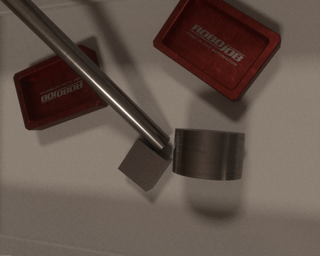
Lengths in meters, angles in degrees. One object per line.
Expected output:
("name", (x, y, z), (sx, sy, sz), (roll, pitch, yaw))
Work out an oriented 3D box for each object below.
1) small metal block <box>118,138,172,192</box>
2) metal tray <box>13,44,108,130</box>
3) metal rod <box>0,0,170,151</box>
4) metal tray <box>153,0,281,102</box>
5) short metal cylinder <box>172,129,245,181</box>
("small metal block", (-0.020, 0.049, 0.417), (0.050, 0.025, 0.050), (37, 102, 16))
("metal tray", (-0.148, -0.056, 0.458), (0.130, 0.030, 0.090), (-18, 84, 18))
("metal rod", (-0.100, -0.082, 0.381), (0.025, 0.025, 0.300), (-42, 101, 15))
("metal tray", (0.068, -0.104, 0.383), (0.130, 0.030, 0.090), (38, 102, 15))
("short metal cylinder", (0.056, 0.028, 0.361), (0.080, 0.080, 0.050), (5, 92, 19))
